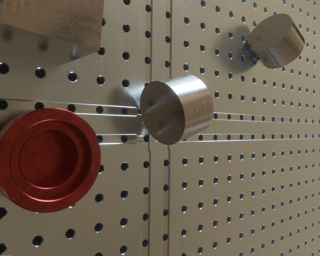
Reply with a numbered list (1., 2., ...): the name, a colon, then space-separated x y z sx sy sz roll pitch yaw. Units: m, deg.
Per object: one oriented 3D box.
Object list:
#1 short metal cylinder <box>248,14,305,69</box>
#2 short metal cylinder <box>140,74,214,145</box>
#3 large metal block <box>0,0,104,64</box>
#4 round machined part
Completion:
1. short metal cylinder: 0.203 -0.151 0.542 0.050 0.080 0.080 37 68 -34
2. short metal cylinder: 0.020 -0.024 0.390 0.050 0.080 0.080 -20 103 -38
3. large metal block: -0.108 -0.098 0.282 0.081 0.080 0.050 7 86 -40
4. round machined part: -0.112 0.030 0.304 0.099 0.042 0.097 0 90 -40
